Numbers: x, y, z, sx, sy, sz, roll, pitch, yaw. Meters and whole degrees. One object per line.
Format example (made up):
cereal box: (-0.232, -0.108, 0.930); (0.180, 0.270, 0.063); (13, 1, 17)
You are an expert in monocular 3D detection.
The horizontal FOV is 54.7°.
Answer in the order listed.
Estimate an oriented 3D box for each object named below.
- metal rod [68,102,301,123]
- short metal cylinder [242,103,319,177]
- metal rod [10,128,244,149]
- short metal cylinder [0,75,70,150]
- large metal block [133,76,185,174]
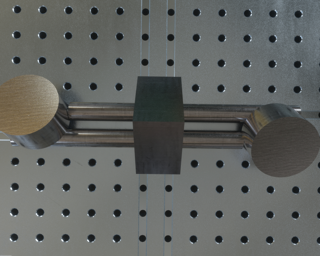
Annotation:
metal rod: (0.032, -0.020, 0.413); (0.302, 0.025, 0.025); (1, 90, 0)
short metal cylinder: (0.148, 0.014, 0.389); (0.081, 0.050, 0.079); (0, 112, 0)
metal rod: (-0.042, 0.014, 0.412); (0.302, 0.025, 0.025); (1, 90, 0)
short metal cylinder: (-0.159, -0.019, 0.385); (0.081, 0.050, 0.080); (0, 67, -1)
large metal block: (-0.001, -0.004, 0.356); (0.050, 0.080, 0.079); (1, 132, 0)
